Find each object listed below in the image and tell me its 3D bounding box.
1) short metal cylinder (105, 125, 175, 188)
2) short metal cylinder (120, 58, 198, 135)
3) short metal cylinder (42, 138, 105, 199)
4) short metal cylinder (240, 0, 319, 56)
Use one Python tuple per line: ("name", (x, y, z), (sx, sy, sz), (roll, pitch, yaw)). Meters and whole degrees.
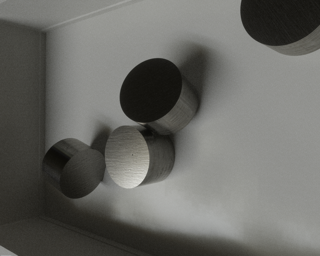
("short metal cylinder", (-0.027, 0.036, 0.411), (0.080, 0.050, 0.079), (0, 90, 39))
("short metal cylinder", (-0.001, -0.036, 0.373), (0.080, 0.050, 0.080), (-9, 69, 25))
("short metal cylinder", (-0.132, 0.061, 0.477), (0.050, 0.081, 0.079), (23, 104, 37))
("short metal cylinder", (0.123, -0.112, 0.288), (0.080, 0.050, 0.079), (0, 90, 39))
